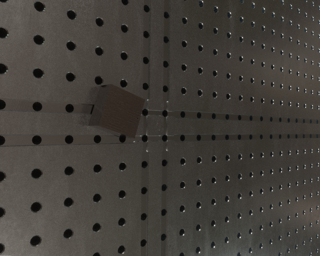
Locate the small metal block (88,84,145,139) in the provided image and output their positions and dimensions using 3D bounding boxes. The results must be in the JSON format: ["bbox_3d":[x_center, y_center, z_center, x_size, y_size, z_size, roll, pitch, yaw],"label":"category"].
[{"bbox_3d":[-0.051,-0.019,0.368,0.050,0.025,0.050,23,76,-38],"label":"small metal block"}]
